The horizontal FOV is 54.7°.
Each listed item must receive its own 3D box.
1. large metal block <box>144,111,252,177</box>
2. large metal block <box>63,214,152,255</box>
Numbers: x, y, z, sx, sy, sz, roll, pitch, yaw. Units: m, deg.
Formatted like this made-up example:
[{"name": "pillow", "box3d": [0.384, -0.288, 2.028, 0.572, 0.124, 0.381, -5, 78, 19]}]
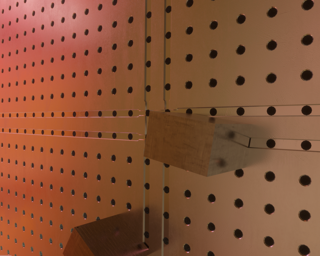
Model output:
[{"name": "large metal block", "box3d": [0.042, 0.013, 0.338, 0.080, 0.081, 0.050, 13, 99, 39]}, {"name": "large metal block", "box3d": [-0.073, 0.175, 0.432, 0.080, 0.081, 0.050, 39, 114, 32]}]
